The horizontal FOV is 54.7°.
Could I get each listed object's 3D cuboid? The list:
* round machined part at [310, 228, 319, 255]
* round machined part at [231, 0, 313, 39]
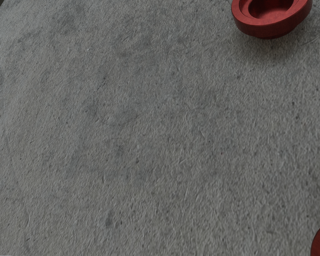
[{"bbox_3d":[0.167,0.100,0.223,0.098,0.042,0.097,10,105,43],"label":"round machined part"},{"bbox_3d":[0.149,-0.158,0.412,0.098,0.042,0.098,-13,56,21],"label":"round machined part"}]
